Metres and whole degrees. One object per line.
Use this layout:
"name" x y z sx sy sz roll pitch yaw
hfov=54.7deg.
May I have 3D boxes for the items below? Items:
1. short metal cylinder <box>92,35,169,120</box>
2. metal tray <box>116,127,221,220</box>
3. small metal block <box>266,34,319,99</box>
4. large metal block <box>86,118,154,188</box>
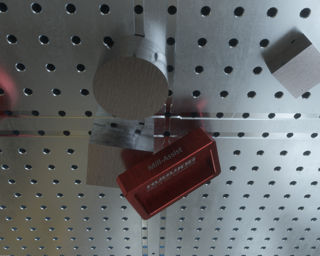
"short metal cylinder" -0.031 -0.056 0.347 0.081 0.050 0.079 0 130 0
"metal tray" 0.017 0.064 0.417 0.131 0.030 0.090 -31 142 -7
"small metal block" 0.160 -0.069 0.355 0.050 0.025 0.050 35 122 -27
"large metal block" -0.055 0.038 0.427 0.081 0.050 0.079 8 130 -7
